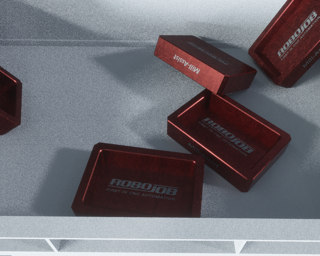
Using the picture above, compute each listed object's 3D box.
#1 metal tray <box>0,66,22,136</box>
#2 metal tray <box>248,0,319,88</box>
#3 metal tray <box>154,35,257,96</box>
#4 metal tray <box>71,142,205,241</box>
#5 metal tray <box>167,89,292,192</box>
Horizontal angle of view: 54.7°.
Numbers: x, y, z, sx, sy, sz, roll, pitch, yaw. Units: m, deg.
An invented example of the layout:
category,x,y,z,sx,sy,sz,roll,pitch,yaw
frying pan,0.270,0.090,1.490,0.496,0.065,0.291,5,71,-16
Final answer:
category,x,y,z,sx,sy,sz,roll,pitch,yaw
metal tray,-0.234,-0.058,0.383,0.030,0.130,0.090,-29,51,13
metal tray,0.200,-0.135,0.454,0.030,0.129,0.090,7,42,-35
metal tray,0.067,-0.098,0.461,0.130,0.030,0.091,38,35,28
metal tray,-0.020,0.067,0.344,0.131,0.030,0.090,7,50,5
metal tray,0.084,0.008,0.395,0.091,0.030,0.130,-37,60,-27
